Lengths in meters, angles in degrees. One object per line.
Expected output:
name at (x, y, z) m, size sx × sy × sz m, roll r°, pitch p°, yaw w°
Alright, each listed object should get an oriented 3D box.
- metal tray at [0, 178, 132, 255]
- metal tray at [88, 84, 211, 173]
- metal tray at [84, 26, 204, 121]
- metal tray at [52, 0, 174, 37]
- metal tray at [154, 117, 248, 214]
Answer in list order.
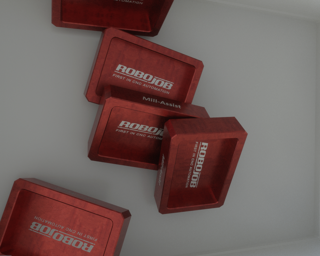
metal tray at (-0.107, 0.115, 0.335) m, size 0.131 × 0.030 × 0.090 m, roll 16°, pitch 84°, yaw 11°
metal tray at (-0.013, 0.006, 0.378) m, size 0.131 × 0.030 × 0.089 m, roll 12°, pitch 122°, yaw -20°
metal tray at (-0.019, -0.061, 0.390) m, size 0.131 × 0.030 × 0.089 m, roll 16°, pitch 96°, yaw -21°
metal tray at (-0.054, -0.150, 0.353) m, size 0.131 × 0.090 × 0.030 m, roll 0°, pitch 67°, yaw -20°
metal tray at (0.046, 0.049, 0.383) m, size 0.091 × 0.030 × 0.129 m, roll -3°, pitch 126°, yaw -15°
